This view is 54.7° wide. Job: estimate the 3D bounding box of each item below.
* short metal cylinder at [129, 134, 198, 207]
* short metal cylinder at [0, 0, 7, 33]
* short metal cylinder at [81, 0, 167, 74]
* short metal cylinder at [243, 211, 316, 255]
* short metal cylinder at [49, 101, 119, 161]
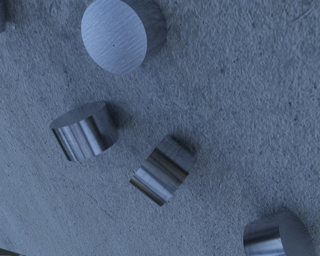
[{"bbox_3d":[0.004,0.055,0.403,0.050,0.080,0.080,38,129,2],"label":"short metal cylinder"},{"bbox_3d":[-0.247,-0.158,0.404,0.080,0.080,0.050,22,127,15],"label":"short metal cylinder"},{"bbox_3d":[-0.039,-0.107,0.345,0.080,0.050,0.079,13,124,21],"label":"short metal cylinder"},{"bbox_3d":[0.149,0.150,0.385,0.050,0.080,0.080,-33,100,38],"label":"short metal cylinder"},{"bbox_3d":[-0.103,0.003,0.427,0.080,0.080,0.050,-7,115,31],"label":"short metal cylinder"}]
